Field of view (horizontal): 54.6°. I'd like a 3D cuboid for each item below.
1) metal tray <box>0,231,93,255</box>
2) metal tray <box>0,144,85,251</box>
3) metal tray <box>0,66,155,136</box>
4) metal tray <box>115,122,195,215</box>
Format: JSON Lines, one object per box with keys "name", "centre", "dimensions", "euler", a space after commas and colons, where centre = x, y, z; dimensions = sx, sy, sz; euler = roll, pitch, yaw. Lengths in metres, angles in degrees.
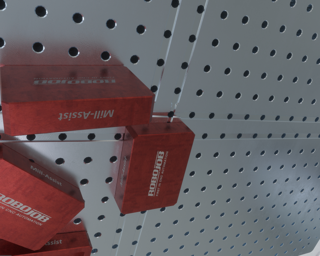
{"name": "metal tray", "centre": [-0.170, 0.195, 0.434], "dimensions": [0.131, 0.030, 0.089], "euler": [5, 116, -31]}
{"name": "metal tray", "centre": [-0.168, 0.088, 0.370], "dimensions": [0.090, 0.030, 0.130], "euler": [-43, 129, 2]}
{"name": "metal tray", "centre": [-0.082, -0.033, 0.303], "dimensions": [0.131, 0.090, 0.030], "euler": [-6, 121, -26]}
{"name": "metal tray", "centre": [-0.009, 0.057, 0.437], "dimensions": [0.091, 0.030, 0.129], "euler": [-3, 120, -27]}
